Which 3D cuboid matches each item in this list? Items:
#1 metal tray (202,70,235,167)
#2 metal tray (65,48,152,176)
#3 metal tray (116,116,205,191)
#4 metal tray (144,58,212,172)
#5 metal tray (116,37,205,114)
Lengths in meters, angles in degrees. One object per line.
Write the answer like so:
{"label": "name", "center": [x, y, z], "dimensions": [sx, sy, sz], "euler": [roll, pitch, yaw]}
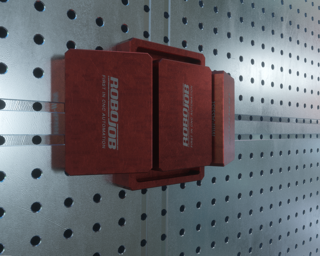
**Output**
{"label": "metal tray", "center": [0.088, -0.013, 0.457], "dimensions": [0.090, 0.030, 0.129], "euler": [-2, 92, -67]}
{"label": "metal tray", "center": [-0.056, -0.016, 0.337], "dimensions": [0.091, 0.030, 0.129], "euler": [0, 91, -14]}
{"label": "metal tray", "center": [0.005, 0.029, 0.413], "dimensions": [0.131, 0.030, 0.089], "euler": [0, 90, -40]}
{"label": "metal tray", "center": [0.024, -0.015, 0.389], "dimensions": [0.091, 0.030, 0.129], "euler": [-1, 91, -40]}
{"label": "metal tray", "center": [0.005, -0.061, 0.412], "dimensions": [0.131, 0.030, 0.089], "euler": [0, 90, -40]}
